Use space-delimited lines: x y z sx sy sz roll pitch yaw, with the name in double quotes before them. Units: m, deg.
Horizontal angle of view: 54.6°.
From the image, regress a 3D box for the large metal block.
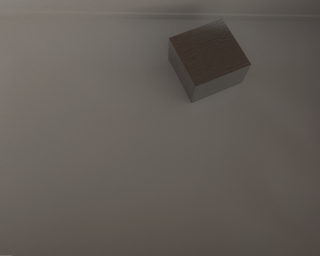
"large metal block" 0.065 -0.093 0.431 0.080 0.050 0.080 -23 72 -8
